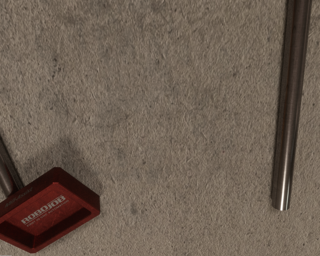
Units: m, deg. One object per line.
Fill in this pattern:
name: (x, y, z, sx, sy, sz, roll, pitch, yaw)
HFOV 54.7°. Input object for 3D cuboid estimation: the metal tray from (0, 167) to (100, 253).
metal tray: (-0.162, 0.118, 0.433, 0.130, 0.030, 0.090, -33, 127, 11)

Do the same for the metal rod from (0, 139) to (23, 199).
metal rod: (-0.241, -0.032, 0.394, 0.025, 0.025, 0.298, -14, 110, 4)

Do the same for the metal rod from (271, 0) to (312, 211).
metal rod: (0.169, -0.026, 0.402, 0.025, 0.025, 0.298, -3, 110, 1)
